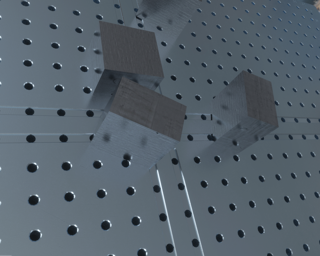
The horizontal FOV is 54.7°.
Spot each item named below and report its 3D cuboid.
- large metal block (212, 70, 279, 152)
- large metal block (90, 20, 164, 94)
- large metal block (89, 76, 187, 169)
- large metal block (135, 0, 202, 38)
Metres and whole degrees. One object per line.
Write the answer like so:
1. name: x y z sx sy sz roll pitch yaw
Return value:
1. large metal block: 0.120 -0.023 0.454 0.050 0.080 0.080 18 55 -19
2. large metal block: -0.048 -0.092 0.424 0.081 0.050 0.080 3 60 -27
3. large metal block: -0.027 -0.002 0.361 0.080 0.080 0.050 24 53 -14
4. large metal block: 0.016 -0.211 0.512 0.080 0.080 0.050 24 53 -14
